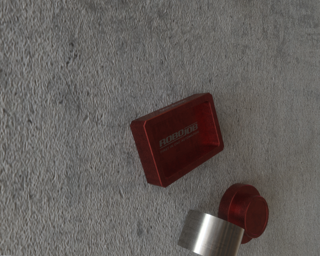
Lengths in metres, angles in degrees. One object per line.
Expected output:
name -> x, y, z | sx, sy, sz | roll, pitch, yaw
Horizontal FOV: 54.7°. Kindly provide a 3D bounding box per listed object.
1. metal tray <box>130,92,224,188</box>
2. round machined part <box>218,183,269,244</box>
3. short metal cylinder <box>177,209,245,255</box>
metal tray -> 0.029, 0.012, 0.425 | 0.131, 0.030, 0.089 | -26, 106, -37
round machined part -> 0.144, 0.144, 0.515 | 0.099, 0.042, 0.097 | 0, 90, -40
short metal cylinder -> 0.070, 0.151, 0.428 | 0.080, 0.080, 0.050 | 34, 69, -35
